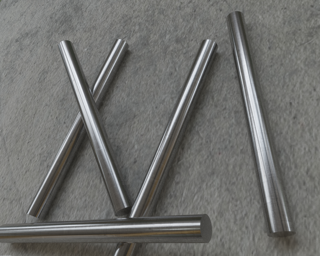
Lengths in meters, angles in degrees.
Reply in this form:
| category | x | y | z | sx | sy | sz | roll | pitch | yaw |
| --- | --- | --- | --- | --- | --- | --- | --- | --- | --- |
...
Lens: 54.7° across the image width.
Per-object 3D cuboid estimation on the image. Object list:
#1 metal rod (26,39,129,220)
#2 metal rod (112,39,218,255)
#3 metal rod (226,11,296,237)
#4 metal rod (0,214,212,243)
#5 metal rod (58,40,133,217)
| category | x | y | z | sx | sy | sz | roll | pitch | yaw |
| --- | --- | --- | --- | --- | --- | --- | --- | --- | --- |
| metal rod | -0.116 | -0.011 | 0.469 | 0.025 | 0.025 | 0.300 | 9 | 66 | 31 |
| metal rod | 0.015 | 0.013 | 0.386 | 0.025 | 0.025 | 0.300 | 10 | 67 | 32 |
| metal rod | 0.110 | -0.029 | 0.363 | 0.025 | 0.025 | 0.299 | -14 | 56 | 20 |
| metal rod | -0.086 | 0.117 | 0.350 | 0.300 | 0.025 | 0.025 | -12 | 56 | 30 |
| metal rod | -0.099 | -0.018 | 0.438 | 0.025 | 0.025 | 0.299 | -31 | 60 | 8 |
